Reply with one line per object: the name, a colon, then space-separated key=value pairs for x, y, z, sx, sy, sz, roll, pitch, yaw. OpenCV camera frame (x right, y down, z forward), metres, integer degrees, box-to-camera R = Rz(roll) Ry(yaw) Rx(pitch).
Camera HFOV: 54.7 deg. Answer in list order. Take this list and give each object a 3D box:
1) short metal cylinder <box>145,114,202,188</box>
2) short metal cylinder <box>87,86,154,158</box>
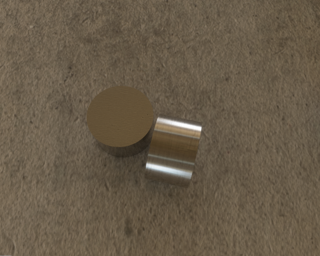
short metal cylinder: x=0.016 y=0.027 z=0.369 sx=0.050 sy=0.080 sz=0.080 roll=12 pitch=71 yaw=4
short metal cylinder: x=-0.048 y=-0.007 z=0.397 sx=0.081 sy=0.050 sz=0.080 roll=0 pitch=70 yaw=0
